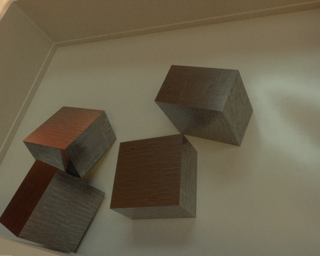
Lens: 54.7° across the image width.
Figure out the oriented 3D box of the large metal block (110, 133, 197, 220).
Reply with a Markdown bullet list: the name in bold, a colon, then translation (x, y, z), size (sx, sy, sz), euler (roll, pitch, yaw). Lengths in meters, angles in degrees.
- **large metal block**: translation (-0.004, 0.058, 0.356), size (0.080, 0.050, 0.080), euler (-9, 58, 23)

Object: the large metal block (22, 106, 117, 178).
- **large metal block**: translation (-0.121, 0.016, 0.426), size (0.080, 0.050, 0.080), euler (7, 42, 31)

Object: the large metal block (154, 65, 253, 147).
- **large metal block**: translation (0.053, -0.026, 0.358), size (0.080, 0.080, 0.050), euler (12, 68, 33)

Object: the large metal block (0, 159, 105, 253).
- **large metal block**: translation (-0.127, 0.095, 0.375), size (0.050, 0.080, 0.080), euler (11, 67, 41)
